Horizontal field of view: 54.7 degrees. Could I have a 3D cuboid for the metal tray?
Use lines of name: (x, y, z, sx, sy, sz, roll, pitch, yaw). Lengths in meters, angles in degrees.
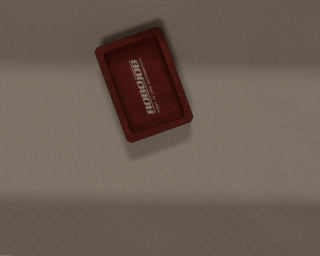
metal tray: (-0.020, -0.055, 0.408, 0.090, 0.030, 0.129, -20, 90, -1)
